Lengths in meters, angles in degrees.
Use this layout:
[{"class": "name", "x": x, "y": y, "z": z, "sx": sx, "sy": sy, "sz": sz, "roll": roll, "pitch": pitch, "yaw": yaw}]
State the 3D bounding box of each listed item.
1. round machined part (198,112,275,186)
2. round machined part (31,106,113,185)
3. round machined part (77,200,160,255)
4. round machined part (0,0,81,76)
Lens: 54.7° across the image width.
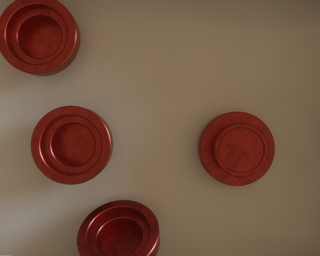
[{"class": "round machined part", "x": 0.101, "y": 0.027, "z": 0.404, "sx": 0.099, "sy": 0.042, "sz": 0.097, "roll": 0, "pitch": 90, "yaw": 0}, {"class": "round machined part", "x": -0.110, "y": 0.021, "z": 0.402, "sx": 0.099, "sy": 0.042, "sz": 0.097, "roll": 0, "pitch": 90, "yaw": 0}, {"class": "round machined part", "x": -0.049, "y": 0.141, "z": 0.384, "sx": 0.099, "sy": 0.098, "sz": 0.042, "roll": -4, "pitch": 127, "yaw": 0}, {"class": "round machined part", "x": -0.152, "y": -0.116, "z": 0.401, "sx": 0.099, "sy": 0.042, "sz": 0.097, "roll": 0, "pitch": 90, "yaw": 0}]
